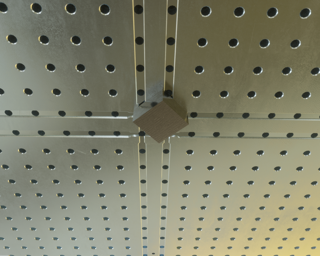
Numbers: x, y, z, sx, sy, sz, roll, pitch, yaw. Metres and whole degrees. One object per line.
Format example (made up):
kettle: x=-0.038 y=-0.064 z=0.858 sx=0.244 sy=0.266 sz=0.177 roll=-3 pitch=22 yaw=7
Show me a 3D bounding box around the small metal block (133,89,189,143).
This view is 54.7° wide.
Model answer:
small metal block: x=0.001 y=-0.014 z=0.400 sx=0.050 sy=0.025 sz=0.050 roll=-34 pitch=123 yaw=25
